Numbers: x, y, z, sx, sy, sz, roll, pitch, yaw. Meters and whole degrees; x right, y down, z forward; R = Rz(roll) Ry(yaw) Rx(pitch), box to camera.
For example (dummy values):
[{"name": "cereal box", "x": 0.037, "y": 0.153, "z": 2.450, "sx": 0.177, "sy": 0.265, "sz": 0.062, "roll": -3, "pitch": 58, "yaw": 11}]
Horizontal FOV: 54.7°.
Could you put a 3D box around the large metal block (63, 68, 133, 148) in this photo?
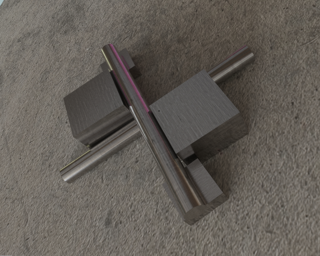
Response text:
[{"name": "large metal block", "x": -0.084, "y": -0.026, "z": 0.447, "sx": 0.080, "sy": 0.050, "sz": 0.080, "roll": -32, "pitch": 52, "yaw": 7}]

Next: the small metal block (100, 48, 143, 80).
[{"name": "small metal block", "x": -0.063, "y": -0.093, "z": 0.496, "sx": 0.050, "sy": 0.025, "sz": 0.050, "roll": -32, "pitch": 52, "yaw": 7}]

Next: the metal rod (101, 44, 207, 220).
[{"name": "metal rod", "x": -0.023, "y": -0.020, "z": 0.396, "sx": 0.025, "sy": 0.025, "sz": 0.300, "roll": -34, "pitch": 51, "yaw": 6}]

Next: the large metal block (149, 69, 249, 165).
[{"name": "large metal block", "x": 0.046, "y": -0.010, "z": 0.371, "sx": 0.080, "sy": 0.050, "sz": 0.080, "roll": -34, "pitch": 51, "yaw": 6}]

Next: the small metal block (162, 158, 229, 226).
[{"name": "small metal block", "x": 0.038, "y": 0.071, "z": 0.343, "sx": 0.050, "sy": 0.025, "sz": 0.050, "roll": -37, "pitch": 51, "yaw": 3}]

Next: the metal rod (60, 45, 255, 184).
[{"name": "metal rod", "x": -0.007, "y": -0.015, "z": 0.419, "sx": 0.300, "sy": 0.025, "sz": 0.025, "roll": -34, "pitch": 52, "yaw": 6}]
